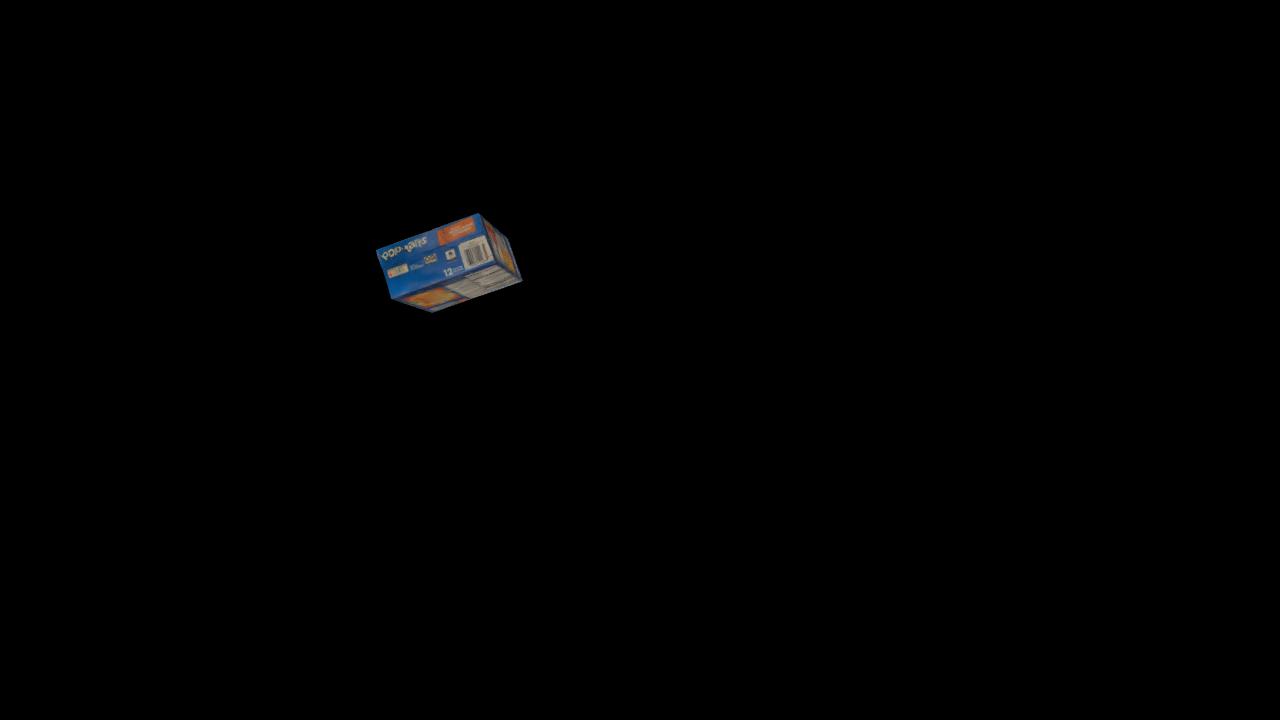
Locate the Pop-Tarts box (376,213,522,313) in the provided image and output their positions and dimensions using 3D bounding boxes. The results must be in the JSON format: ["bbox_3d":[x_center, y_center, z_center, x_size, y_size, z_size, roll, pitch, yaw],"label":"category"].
[{"bbox_3d":[-0.292,-0.147,0.962,0.167,0.083,0.141,-18,-6,4],"label":"Pop-Tarts box"}]
